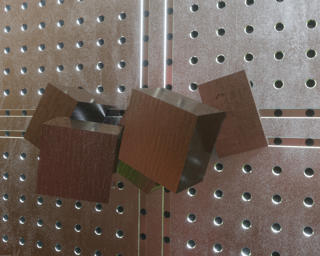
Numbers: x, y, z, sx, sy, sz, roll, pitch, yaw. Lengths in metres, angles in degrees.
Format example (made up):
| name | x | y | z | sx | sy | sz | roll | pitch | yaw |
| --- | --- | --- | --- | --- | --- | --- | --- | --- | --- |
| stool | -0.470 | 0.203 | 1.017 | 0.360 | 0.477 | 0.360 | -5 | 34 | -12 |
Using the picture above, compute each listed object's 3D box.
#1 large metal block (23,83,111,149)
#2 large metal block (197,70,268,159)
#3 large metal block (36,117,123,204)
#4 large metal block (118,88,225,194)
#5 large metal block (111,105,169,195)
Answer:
| name | x | y | z | sx | sy | sz | roll | pitch | yaw |
| --- | --- | --- | --- | --- | --- | --- | --- | --- | --- |
| large metal block | -0.125 | -0.010 | 0.425 | 0.050 | 0.080 | 0.080 | 31 | 100 | 17 |
| large metal block | 0.086 | -0.014 | 0.352 | 0.050 | 0.080 | 0.080 | -17 | 85 | 19 |
| large metal block | -0.091 | 0.035 | 0.360 | 0.081 | 0.050 | 0.079 | 9 | 100 | -2 |
| large metal block | 0.009 | 0.008 | 0.321 | 0.080 | 0.050 | 0.079 | 26 | 112 | 33 |
| large metal block | -0.018 | 0.026 | 0.404 | 0.080 | 0.050 | 0.080 | 34 | 101 | 16 |
